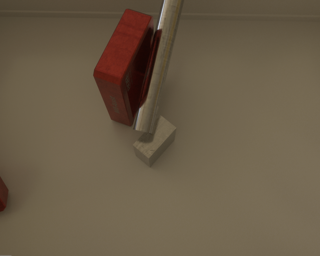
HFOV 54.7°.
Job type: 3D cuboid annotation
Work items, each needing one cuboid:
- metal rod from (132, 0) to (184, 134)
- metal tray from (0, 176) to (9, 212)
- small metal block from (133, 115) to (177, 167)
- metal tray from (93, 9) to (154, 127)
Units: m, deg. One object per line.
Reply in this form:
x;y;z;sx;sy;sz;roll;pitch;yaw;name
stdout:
0.014;-0.141;0.361;0.025;0.025;0.298;13;88;4;metal rod
-0.235;0.050;0.333;0.091;0.129;0.030;-15;37;-10;metal tray
-0.006;0.018;0.390;0.025;0.050;0.050;39;74;12;small metal block
-0.037;-0.066;0.378;0.030;0.130;0.090;20;71;7;metal tray
